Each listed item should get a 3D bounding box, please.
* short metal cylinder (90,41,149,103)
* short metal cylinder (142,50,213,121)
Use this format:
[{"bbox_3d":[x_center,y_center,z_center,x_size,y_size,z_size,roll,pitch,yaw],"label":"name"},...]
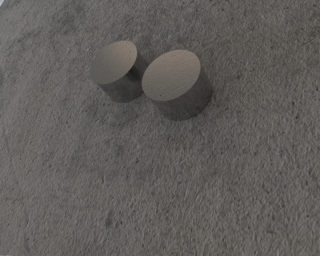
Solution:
[{"bbox_3d":[-0.058,-0.085,0.471,0.080,0.050,0.080,-13,56,21],"label":"short metal cylinder"},{"bbox_3d":[0.023,-0.056,0.410,0.080,0.050,0.080,-13,56,21],"label":"short metal cylinder"}]
